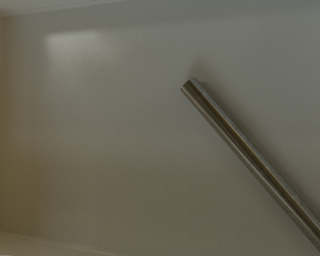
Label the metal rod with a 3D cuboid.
[{"bbox_3d":[0.128,0.057,0.365,0.025,0.025,0.300,-42,77,15],"label":"metal rod"}]
